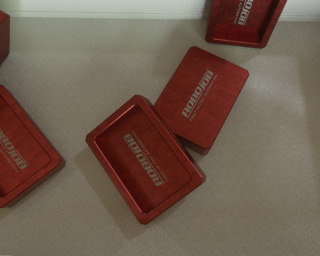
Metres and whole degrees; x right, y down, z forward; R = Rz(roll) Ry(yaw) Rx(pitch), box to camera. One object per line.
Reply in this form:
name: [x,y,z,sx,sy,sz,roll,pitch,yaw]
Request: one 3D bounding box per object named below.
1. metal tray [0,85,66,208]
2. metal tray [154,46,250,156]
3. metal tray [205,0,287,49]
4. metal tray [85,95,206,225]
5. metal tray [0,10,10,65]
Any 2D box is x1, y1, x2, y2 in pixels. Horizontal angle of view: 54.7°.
metal tray: [-0.194,0.022,0.385,0.090,0.030,0.130,-39,84,-13]
metal tray: [0.053,-0.039,0.422,0.090,0.030,0.130,28,72,9]
metal tray: [0.115,-0.166,0.414,0.091,0.129,0.030,7,62,2]
metal tray: [-0.019,0.036,0.374,0.090,0.030,0.130,-39,76,10]
metal tray: [-0.238,-0.082,0.386,0.030,0.090,0.130,29,58,-12]
